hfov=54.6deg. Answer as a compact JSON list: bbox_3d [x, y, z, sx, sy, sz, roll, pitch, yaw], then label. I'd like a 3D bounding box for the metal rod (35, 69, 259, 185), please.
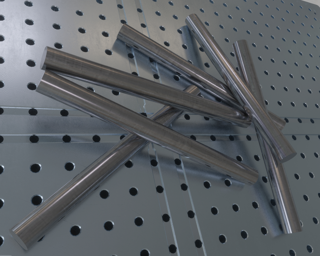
[{"bbox_3d":[0.004,0.010,0.374,0.301,0.025,0.025,25,52,-24],"label":"metal rod"}]

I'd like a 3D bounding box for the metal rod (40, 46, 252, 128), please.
[{"bbox_3d":[0.006,-0.042,0.397,0.302,0.025,0.025,14,56,-31],"label":"metal rod"}]

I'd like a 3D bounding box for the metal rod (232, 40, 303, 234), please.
[{"bbox_3d":[0.156,0.001,0.466,0.025,0.025,0.299,0,69,-28],"label":"metal rod"}]

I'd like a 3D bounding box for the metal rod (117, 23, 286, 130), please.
[{"bbox_3d":[0.071,-0.075,0.490,0.301,0.025,0.025,29,52,-10],"label":"metal rod"}]

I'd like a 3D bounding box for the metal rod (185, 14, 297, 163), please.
[{"bbox_3d":[0.113,-0.078,0.483,0.025,0.025,0.299,-6,55,-31],"label":"metal rod"}]

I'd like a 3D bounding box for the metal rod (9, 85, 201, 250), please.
[{"bbox_3d":[-0.038,0.023,0.372,0.025,0.025,0.302,46,51,4],"label":"metal rod"}]
